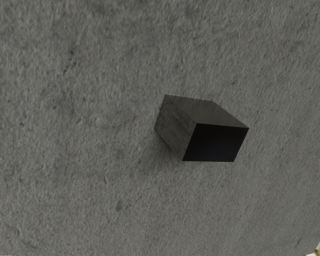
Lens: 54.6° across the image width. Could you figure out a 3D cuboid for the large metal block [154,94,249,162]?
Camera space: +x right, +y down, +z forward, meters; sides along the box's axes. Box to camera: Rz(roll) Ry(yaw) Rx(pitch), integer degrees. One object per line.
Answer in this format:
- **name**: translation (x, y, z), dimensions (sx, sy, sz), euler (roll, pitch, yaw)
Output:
- **large metal block**: translation (0.051, 0.000, 0.398), dimensions (0.081, 0.080, 0.050), euler (5, 116, -31)
